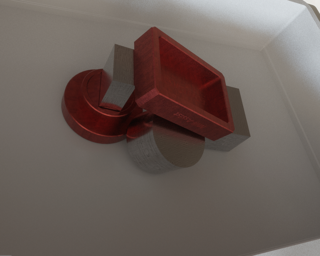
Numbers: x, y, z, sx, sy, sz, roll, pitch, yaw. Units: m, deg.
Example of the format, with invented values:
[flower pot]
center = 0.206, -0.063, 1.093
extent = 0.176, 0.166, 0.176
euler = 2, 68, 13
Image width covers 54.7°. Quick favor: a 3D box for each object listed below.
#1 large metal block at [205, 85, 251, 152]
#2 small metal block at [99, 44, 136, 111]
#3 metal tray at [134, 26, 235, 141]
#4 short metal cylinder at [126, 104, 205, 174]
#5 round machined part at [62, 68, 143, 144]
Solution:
[large metal block]
center = 0.072, -0.017, 0.437
extent = 0.081, 0.050, 0.080
euler = 9, 58, -24
[small metal block]
center = -0.047, -0.055, 0.343
extent = 0.025, 0.050, 0.050
euler = 12, 57, -22
[metal tray]
center = 0.030, -0.047, 0.356
extent = 0.131, 0.030, 0.090
euler = 23, 51, -39
[short metal cylinder]
center = 0.008, 0.012, 0.371
extent = 0.081, 0.050, 0.080
euler = 15, 66, -36
[round machined part]
center = -0.066, -0.033, 0.378
extent = 0.099, 0.042, 0.098
euler = 14, 56, -21
